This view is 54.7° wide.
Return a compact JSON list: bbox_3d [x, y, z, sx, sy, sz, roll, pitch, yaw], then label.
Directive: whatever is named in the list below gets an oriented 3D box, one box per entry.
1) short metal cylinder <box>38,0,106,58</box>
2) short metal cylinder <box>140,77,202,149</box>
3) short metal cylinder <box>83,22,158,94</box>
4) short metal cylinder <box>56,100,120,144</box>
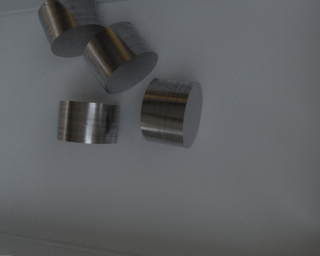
[{"bbox_3d":[-0.117,-0.139,0.423,0.080,0.080,0.050,-26,82,18],"label":"short metal cylinder"},{"bbox_3d":[0.016,-0.019,0.375,0.050,0.080,0.079,10,94,20],"label":"short metal cylinder"},{"bbox_3d":[-0.050,-0.089,0.399,0.080,0.080,0.050,-39,78,16],"label":"short metal cylinder"},{"bbox_3d":[-0.095,-0.008,0.415,0.080,0.080,0.050,6,92,20],"label":"short metal cylinder"}]
